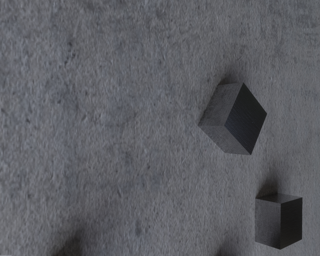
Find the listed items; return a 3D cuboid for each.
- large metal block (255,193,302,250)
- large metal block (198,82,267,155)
[{"bbox_3d":[0.223,0.171,0.579,0.081,0.050,0.079,1,90,-40],"label":"large metal block"},{"bbox_3d":[0.116,-0.013,0.489,0.080,0.050,0.080,42,64,-32],"label":"large metal block"}]
